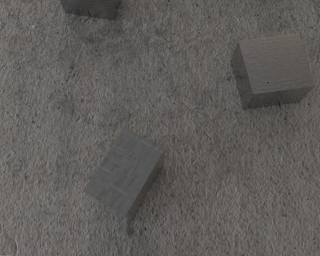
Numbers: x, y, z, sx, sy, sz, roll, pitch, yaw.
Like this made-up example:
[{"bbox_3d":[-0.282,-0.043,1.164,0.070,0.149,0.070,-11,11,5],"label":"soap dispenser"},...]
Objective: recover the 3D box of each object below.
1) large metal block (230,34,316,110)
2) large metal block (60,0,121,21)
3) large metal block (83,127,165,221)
[{"bbox_3d":[0.150,-0.076,0.423,0.081,0.050,0.080,-8,70,-3],"label":"large metal block"},{"bbox_3d":[-0.105,-0.210,0.455,0.080,0.080,0.050,10,71,3],"label":"large metal block"},{"bbox_3d":[-0.036,0.056,0.358,0.050,0.080,0.080,28,73,10],"label":"large metal block"}]
